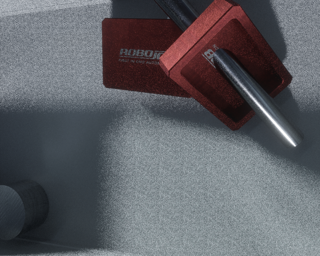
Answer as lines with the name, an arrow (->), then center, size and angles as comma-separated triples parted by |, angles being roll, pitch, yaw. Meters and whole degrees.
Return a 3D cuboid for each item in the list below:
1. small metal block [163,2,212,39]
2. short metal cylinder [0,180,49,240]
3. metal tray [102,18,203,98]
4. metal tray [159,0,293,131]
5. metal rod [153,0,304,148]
small metal block -> 0.036, -0.132, 0.397 | 0.050, 0.025, 0.050 | 16, 95, 19
short metal cylinder -> -0.219, 0.123, 0.473 | 0.080, 0.050, 0.079 | 0, 90, 19
metal tray -> -0.011, -0.091, 0.394 | 0.130, 0.030, 0.089 | 10, 108, 23
metal tray -> 0.074, -0.061, 0.332 | 0.090, 0.130, 0.030 | -45, 40, 14
metal rod -> 0.050, -0.090, 0.324 | 0.025, 0.025, 0.300 | -42, 102, 15
